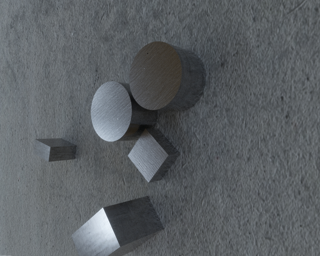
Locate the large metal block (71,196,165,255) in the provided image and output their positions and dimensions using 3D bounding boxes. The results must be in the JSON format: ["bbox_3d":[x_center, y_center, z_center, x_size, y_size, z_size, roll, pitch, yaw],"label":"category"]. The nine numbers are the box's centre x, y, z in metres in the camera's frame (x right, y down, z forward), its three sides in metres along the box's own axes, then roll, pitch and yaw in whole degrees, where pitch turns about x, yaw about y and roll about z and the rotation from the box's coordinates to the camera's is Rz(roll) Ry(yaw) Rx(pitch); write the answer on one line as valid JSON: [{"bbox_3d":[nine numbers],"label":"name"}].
[{"bbox_3d":[-0.056,0.139,0.413,0.080,0.081,0.050,-44,64,31],"label":"large metal block"}]

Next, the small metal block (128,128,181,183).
[{"bbox_3d":[-0.009,0.036,0.410,0.050,0.025,0.050,48,118,29],"label":"small metal block"}]

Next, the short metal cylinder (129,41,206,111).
[{"bbox_3d":[0.009,-0.061,0.380,0.080,0.050,0.079,0,90,39],"label":"short metal cylinder"}]

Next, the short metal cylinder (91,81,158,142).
[{"bbox_3d":[-0.050,-0.022,0.427,0.080,0.050,0.079,0,90,39],"label":"short metal cylinder"}]

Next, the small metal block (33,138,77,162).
[{"bbox_3d":[-0.181,0.037,0.535,0.050,0.050,0.025,17,101,38],"label":"small metal block"}]
